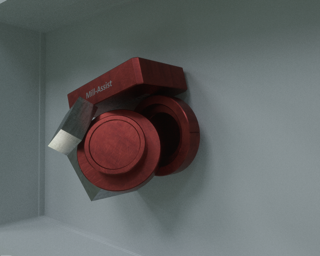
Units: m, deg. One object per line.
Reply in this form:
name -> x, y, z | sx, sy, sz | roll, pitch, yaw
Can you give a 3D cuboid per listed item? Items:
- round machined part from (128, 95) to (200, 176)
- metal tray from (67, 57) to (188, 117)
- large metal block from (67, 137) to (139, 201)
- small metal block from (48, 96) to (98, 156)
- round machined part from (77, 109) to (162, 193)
round machined part -> 0.009, 0.009, 0.386 | 0.098, 0.042, 0.097 | 0, 90, 39
metal tray -> -0.043, -0.045, 0.395 | 0.130, 0.091, 0.030 | -19, 79, 38
large metal block -> -0.067, 0.045, 0.423 | 0.050, 0.081, 0.080 | -51, 60, 27
small metal block -> -0.103, -0.002, 0.367 | 0.050, 0.025, 0.050 | -37, 28, 47
round machined part -> -0.048, 0.023, 0.356 | 0.099, 0.042, 0.098 | -1, 72, 4
